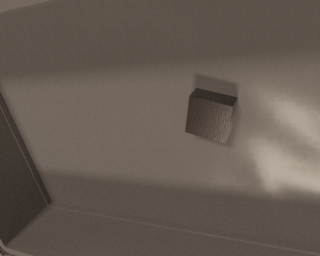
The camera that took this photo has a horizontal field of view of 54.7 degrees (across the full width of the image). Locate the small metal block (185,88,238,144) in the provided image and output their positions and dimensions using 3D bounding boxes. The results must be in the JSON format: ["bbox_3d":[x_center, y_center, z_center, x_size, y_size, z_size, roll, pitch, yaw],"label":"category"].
[{"bbox_3d":[0.060,-0.015,0.367,0.050,0.025,0.050,16,125,18],"label":"small metal block"}]
